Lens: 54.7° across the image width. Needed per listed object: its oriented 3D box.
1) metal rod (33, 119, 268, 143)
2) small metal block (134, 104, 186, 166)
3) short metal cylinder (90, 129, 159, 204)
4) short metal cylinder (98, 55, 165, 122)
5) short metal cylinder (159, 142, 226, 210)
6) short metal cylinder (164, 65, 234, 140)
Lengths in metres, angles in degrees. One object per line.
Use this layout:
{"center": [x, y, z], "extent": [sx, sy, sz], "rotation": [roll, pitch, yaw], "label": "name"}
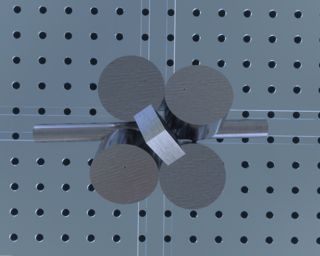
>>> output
{"center": [-0.012, 0.004, 0.409], "extent": [0.302, 0.025, 0.025], "rotation": [-1, 90, 0], "label": "metal rod"}
{"center": [-0.001, 0.008, 0.362], "extent": [0.025, 0.050, 0.050], "rotation": [-35, 132, 6], "label": "small metal block"}
{"center": [-0.042, 0.047, 0.385], "extent": [0.081, 0.050, 0.079], "rotation": [0, 110, -1], "label": "short metal cylinder"}
{"center": [-0.034, -0.048, 0.397], "extent": [0.081, 0.050, 0.079], "rotation": [0, 90, 0], "label": "short metal cylinder"}
{"center": [0.039, 0.058, 0.397], "extent": [0.081, 0.050, 0.079], "rotation": [0, 90, 0], "label": "short metal cylinder"}
{"center": [0.046, -0.030, 0.384], "extent": [0.081, 0.050, 0.080], "rotation": [0, 67, 0], "label": "short metal cylinder"}
